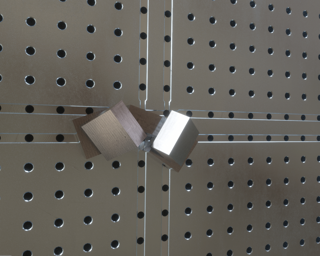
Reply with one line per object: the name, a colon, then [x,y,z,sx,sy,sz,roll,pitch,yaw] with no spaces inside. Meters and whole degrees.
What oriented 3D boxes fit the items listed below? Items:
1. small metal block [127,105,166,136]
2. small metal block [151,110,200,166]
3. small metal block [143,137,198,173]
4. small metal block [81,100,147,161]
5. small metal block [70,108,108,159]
small metal block: [-0.024,-0.008,0.391,0.050,0.050,0.025,20,84,-19]
small metal block: [0.020,0.014,0.380,0.050,0.025,0.050,-60,152,-11]
small metal block: [0.015,0.024,0.419,0.050,0.025,0.050,37,78,-17]
small metal block: [-0.052,0.004,0.351,0.050,0.050,0.025,55,35,-12]
small metal block: [-0.077,0.006,0.385,0.050,0.025,0.050,-21,97,-19]
